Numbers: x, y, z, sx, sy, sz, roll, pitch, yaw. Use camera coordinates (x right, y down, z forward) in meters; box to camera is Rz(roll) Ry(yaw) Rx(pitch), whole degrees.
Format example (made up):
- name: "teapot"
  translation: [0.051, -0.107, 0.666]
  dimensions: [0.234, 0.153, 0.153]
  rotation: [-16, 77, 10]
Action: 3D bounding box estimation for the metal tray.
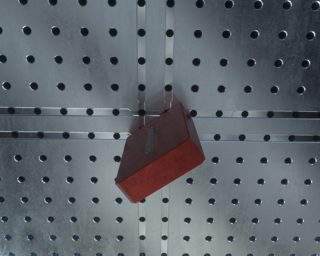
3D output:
- name: "metal tray"
  translation: [-0.001, 0.023, 0.366]
  dimensions: [0.090, 0.130, 0.030]
  rotation: [-33, 107, 11]
